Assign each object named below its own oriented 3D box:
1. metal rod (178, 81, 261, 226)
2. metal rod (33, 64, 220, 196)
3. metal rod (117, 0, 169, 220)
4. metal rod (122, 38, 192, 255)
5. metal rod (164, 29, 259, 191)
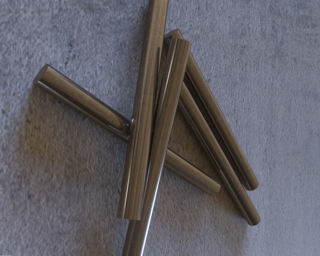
[{"bbox_3d":[0.092,0.049,0.484,0.025,0.025,0.299,-48,119,-29],"label":"metal rod"},{"bbox_3d":[-0.018,0.020,0.391,0.301,0.025,0.025,36,68,-34],"label":"metal rod"},{"bbox_3d":[-0.016,-0.047,0.368,0.025,0.025,0.299,20,70,-39],"label":"metal rod"},{"bbox_3d":[-0.008,0.043,0.370,0.025,0.025,0.298,12,91,-40],"label":"metal rod"},{"bbox_3d":[0.088,-0.013,0.480,0.025,0.025,0.299,-48,119,-29],"label":"metal rod"}]
